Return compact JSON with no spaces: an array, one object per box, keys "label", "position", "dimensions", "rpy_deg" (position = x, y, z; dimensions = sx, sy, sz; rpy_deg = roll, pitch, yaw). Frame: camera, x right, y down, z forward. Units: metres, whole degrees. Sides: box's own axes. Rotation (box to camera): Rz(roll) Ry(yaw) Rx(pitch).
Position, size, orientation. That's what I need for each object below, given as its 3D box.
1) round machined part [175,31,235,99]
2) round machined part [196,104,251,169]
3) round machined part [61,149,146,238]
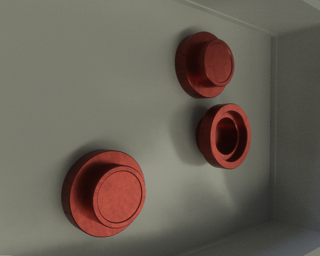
[{"label":"round machined part","position":[0.072,-0.093,0.455],"dimensions":[0.099,0.042,0.097],"rpy_deg":[0,90,-40]},{"label":"round machined part","position":[0.093,0.012,0.473],"dimensions":[0.099,0.042,0.097],"rpy_deg":[0,90,-40]},{"label":"round machined part","position":[-0.055,0.074,0.349],"dimensions":[0.099,0.042,0.097],"rpy_deg":[0,90,-40]}]
